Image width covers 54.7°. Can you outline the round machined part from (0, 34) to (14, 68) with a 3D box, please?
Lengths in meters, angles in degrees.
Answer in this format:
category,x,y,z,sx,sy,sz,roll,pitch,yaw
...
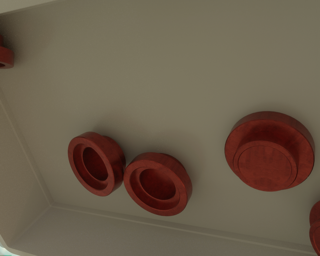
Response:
category,x,y,z,sx,sy,sz,roll,pitch,yaw
round machined part,-0.260,-0.114,0.438,0.098,0.098,0.042,3,91,27

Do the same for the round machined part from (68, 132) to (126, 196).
category,x,y,z,sx,sy,sz,roll,pitch,yaw
round machined part,-0.090,0.050,0.468,0.098,0.042,0.097,18,122,32

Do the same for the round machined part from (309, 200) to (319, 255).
category,x,y,z,sx,sy,sz,roll,pitch,yaw
round machined part,0.205,0.122,0.335,0.098,0.042,0.097,45,147,41

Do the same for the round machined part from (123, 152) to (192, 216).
category,x,y,z,sx,sy,sz,roll,pitch,yaw
round machined part,0.000,0.075,0.444,0.098,0.042,0.097,13,124,21

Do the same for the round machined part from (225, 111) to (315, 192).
category,x,y,z,sx,sy,sz,roll,pitch,yaw
round machined part,0.122,0.033,0.354,0.098,0.042,0.097,13,124,21
